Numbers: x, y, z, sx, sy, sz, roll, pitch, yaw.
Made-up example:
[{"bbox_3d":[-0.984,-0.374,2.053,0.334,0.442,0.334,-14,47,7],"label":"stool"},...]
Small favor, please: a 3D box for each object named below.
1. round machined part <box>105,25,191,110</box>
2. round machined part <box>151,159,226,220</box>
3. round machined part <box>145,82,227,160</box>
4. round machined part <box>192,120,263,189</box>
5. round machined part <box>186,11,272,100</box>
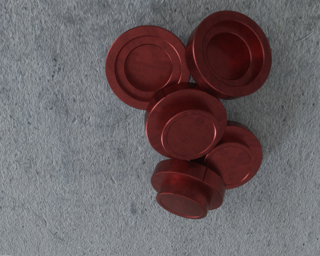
[{"bbox_3d":[-0.013,-0.074,0.375,0.099,0.042,0.097,0,110,-1],"label":"round machined part"},{"bbox_3d":[0.033,0.085,0.407,0.098,0.042,0.097,16,145,11],"label":"round machined part"},{"bbox_3d":[0.032,-0.001,0.367,0.099,0.042,0.097,-5,121,-7],"label":"round machined part"},{"bbox_3d":[0.090,0.042,0.419,0.099,0.042,0.097,0,110,-1],"label":"round machined part"},{"bbox_3d":[0.075,-0.080,0.359,0.099,0.042,0.097,2,83,-18],"label":"round machined part"}]
